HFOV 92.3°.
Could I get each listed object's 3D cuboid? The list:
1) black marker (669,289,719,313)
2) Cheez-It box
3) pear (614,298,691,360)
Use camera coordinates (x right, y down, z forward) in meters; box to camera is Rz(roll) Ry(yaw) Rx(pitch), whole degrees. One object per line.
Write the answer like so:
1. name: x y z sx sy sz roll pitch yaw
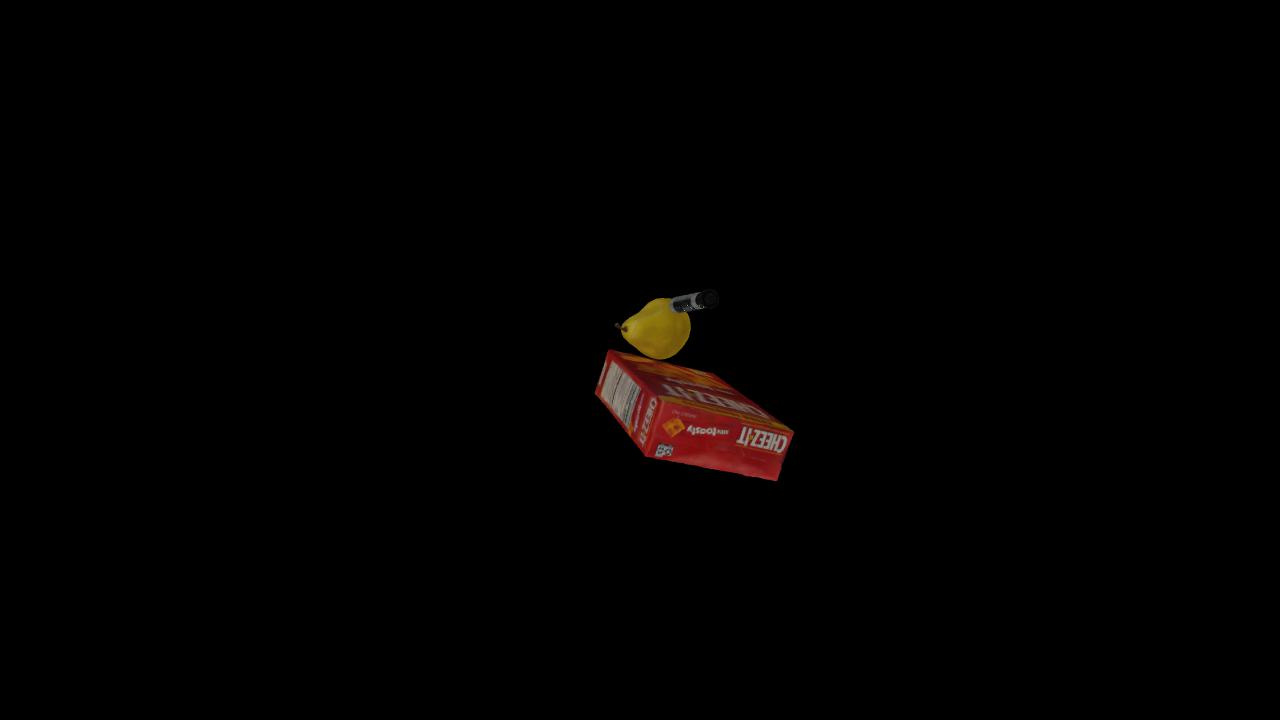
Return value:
1. black marker: 0.055 -0.060 0.640 0.020 0.020 0.121 0 2 -12
2. Cheez-It box: 0.054 0.059 0.741 0.166 0.071 0.223 13 11 -21
3. pear: 0.009 -0.035 0.769 0.111 0.080 0.080 -15 9 -38
